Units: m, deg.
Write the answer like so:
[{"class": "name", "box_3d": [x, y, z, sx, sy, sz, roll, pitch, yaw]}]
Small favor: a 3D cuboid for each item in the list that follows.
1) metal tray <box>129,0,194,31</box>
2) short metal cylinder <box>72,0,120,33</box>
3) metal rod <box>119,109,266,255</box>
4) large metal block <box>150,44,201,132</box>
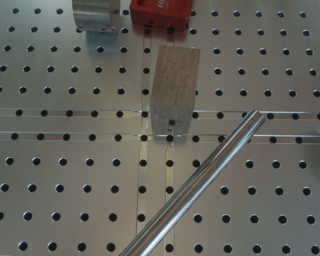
[{"class": "metal tray", "box_3d": [0.012, -0.221, 0.489, 0.090, 0.030, 0.130, 11, 70, 4]}, {"class": "short metal cylinder", "box_3d": [-0.089, -0.180, 0.448, 0.050, 0.080, 0.080, 5, 70, 2]}, {"class": "metal rod", "box_3d": [0.029, 0.087, 0.379, 0.025, 0.025, 0.301, 41, 75, 13]}, {"class": "large metal block", "box_3d": [0.019, -0.048, 0.400, 0.050, 0.080, 0.080, 7, 70, 3]}]
